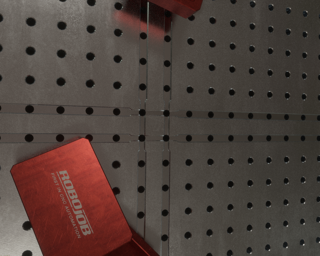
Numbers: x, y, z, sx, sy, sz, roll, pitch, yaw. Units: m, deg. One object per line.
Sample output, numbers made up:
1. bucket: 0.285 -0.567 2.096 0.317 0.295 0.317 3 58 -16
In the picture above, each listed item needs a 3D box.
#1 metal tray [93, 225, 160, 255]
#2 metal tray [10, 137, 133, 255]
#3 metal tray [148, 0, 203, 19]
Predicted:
1. metal tray: -0.055 0.191 0.362 0.090 0.030 0.131 48 53 -9
2. metal tray: -0.099 0.086 0.350 0.091 0.030 0.130 -23 76 -19
3. metal tray: 0.021 -0.217 0.385 0.091 0.030 0.129 19 84 -20
